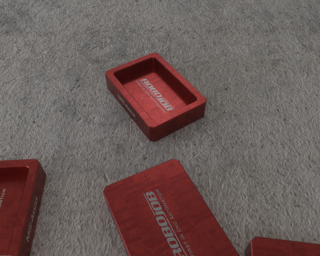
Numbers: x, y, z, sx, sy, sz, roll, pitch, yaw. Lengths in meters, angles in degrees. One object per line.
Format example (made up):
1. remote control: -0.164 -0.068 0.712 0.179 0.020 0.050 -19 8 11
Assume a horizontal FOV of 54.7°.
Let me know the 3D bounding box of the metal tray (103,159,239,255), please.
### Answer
1. metal tray: 0.007 0.102 0.314 0.091 0.030 0.130 -21 53 -17

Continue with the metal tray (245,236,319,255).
1. metal tray: 0.123 0.165 0.262 0.090 0.030 0.130 6 50 4

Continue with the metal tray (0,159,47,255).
1. metal tray: -0.177 0.095 0.318 0.091 0.030 0.130 -2 50 -2

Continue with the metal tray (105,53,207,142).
1. metal tray: -0.008 -0.049 0.440 0.091 0.030 0.130 -27 55 -21
